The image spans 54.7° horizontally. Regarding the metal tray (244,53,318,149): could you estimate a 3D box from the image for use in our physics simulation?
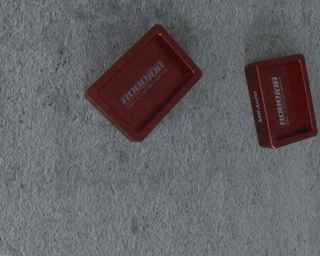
[{"bbox_3d":[0.187,-0.042,0.474,0.091,0.030,0.129,-14,95,-20],"label":"metal tray"}]

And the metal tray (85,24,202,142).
[{"bbox_3d":[-0.019,-0.057,0.398,0.090,0.030,0.130,46,76,-14],"label":"metal tray"}]
